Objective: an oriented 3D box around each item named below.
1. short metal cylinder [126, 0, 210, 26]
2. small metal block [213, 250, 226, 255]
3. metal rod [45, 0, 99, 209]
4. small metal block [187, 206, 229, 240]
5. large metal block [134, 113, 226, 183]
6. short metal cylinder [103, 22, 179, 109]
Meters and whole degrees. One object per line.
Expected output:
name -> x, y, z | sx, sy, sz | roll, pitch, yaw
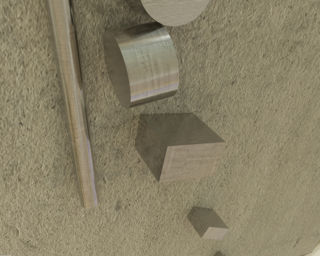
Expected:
short metal cylinder -> 0.006, -0.146, 0.303 | 0.081, 0.050, 0.079 | -14, 124, -21
small metal block -> 0.138, 0.292, 0.647 | 0.025, 0.050, 0.050 | -42, 130, 0
metal rod -> -0.093, -0.028, 0.338 | 0.025, 0.025, 0.298 | -13, 124, -21
small metal block -> 0.083, 0.165, 0.538 | 0.050, 0.050, 0.025 | 18, 109, -36
large metal block -> 0.022, 0.021, 0.397 | 0.081, 0.080, 0.050 | -2, 120, -27
short metal cylinder -> -0.021, -0.065, 0.320 | 0.050, 0.080, 0.079 | -18, 126, -18
